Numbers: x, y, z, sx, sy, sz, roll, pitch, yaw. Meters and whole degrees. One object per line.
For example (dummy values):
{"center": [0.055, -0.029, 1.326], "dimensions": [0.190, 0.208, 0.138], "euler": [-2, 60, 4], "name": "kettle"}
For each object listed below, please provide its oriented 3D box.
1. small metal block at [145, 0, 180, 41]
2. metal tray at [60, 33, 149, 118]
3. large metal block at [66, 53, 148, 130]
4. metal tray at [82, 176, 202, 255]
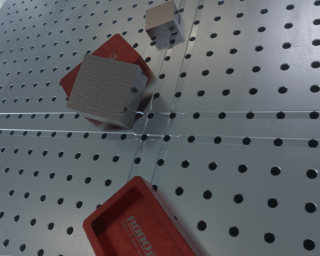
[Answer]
{"center": [0.004, -0.179, 0.516], "dimensions": [0.050, 0.025, 0.050], "euler": [-14, 56, 20], "name": "small metal block"}
{"center": [-0.094, -0.087, 0.508], "dimensions": [0.130, 0.030, 0.090], "euler": [-40, 51, 1], "name": "metal tray"}
{"center": [-0.073, -0.050, 0.437], "dimensions": [0.080, 0.050, 0.080], "euler": [15, 81, 14], "name": "large metal block"}
{"center": [-0.020, 0.127, 0.337], "dimensions": [0.090, 0.030, 0.130], "euler": [-41, 51, 0], "name": "metal tray"}
